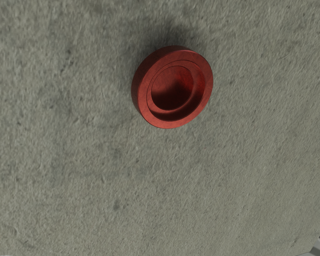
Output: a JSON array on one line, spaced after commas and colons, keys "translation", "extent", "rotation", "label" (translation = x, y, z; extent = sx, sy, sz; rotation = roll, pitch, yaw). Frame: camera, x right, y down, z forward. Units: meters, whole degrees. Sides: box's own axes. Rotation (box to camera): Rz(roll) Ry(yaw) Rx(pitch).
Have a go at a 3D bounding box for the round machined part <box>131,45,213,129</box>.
[{"translation": [0.011, -0.051, 0.372], "extent": [0.099, 0.042, 0.097], "rotation": [-14, 125, -21], "label": "round machined part"}]
